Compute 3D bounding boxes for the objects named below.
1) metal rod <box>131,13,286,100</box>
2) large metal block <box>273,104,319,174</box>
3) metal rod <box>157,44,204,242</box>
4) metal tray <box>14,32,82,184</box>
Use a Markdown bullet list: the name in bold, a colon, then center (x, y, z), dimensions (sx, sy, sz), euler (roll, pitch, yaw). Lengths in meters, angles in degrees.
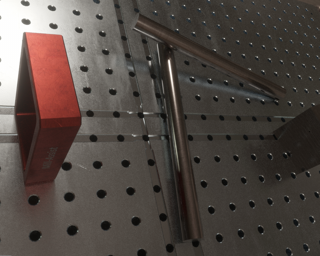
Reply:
- **metal rod**: center (0.093, -0.107, 0.504), dimensions (0.302, 0.025, 0.025), euler (19, 54, -26)
- **large metal block**: center (0.247, 0.016, 0.499), dimensions (0.050, 0.080, 0.080), euler (-16, 70, -35)
- **metal rod**: center (0.023, -0.003, 0.423), dimensions (0.025, 0.025, 0.299), euler (8, 58, -25)
- **metal tray**: center (-0.111, -0.012, 0.289), dimensions (0.030, 0.129, 0.090), euler (-5, 64, -31)
